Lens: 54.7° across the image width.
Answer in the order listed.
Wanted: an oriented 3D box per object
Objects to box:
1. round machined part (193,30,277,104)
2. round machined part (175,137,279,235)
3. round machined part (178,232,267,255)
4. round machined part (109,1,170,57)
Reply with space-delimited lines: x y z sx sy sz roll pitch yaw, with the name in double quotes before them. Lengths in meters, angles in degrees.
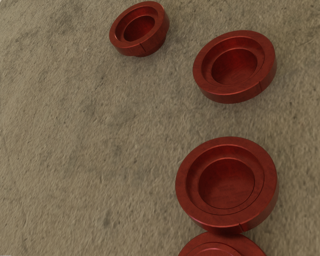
"round machined part" 0.094 -0.071 0.386 0.098 0.042 0.098 -13 56 20
"round machined part" 0.069 0.060 0.314 0.098 0.042 0.098 -14 48 16
"round machined part" 0.054 0.141 0.277 0.098 0.042 0.098 -13 56 20
"round machined part" -0.029 -0.154 0.501 0.098 0.042 0.098 -13 56 20
